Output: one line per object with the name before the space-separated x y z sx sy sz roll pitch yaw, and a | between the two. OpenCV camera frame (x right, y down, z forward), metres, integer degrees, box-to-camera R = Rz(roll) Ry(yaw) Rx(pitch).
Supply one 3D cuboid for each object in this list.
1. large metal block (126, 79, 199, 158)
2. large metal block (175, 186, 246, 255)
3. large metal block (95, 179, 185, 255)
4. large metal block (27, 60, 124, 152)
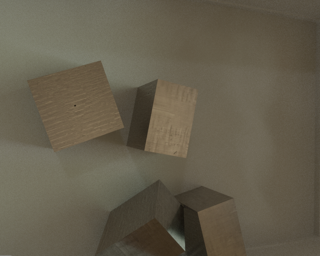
large metal block | 0.000 -0.010 0.381 0.050 0.080 0.080 12 86 -20
large metal block | 0.061 0.128 0.404 0.050 0.080 0.080 -15 95 -20
large metal block | -0.019 0.117 0.359 0.080 0.080 0.050 -36 103 13
large metal block | -0.098 -0.025 0.361 0.081 0.050 0.080 -21 97 -19
